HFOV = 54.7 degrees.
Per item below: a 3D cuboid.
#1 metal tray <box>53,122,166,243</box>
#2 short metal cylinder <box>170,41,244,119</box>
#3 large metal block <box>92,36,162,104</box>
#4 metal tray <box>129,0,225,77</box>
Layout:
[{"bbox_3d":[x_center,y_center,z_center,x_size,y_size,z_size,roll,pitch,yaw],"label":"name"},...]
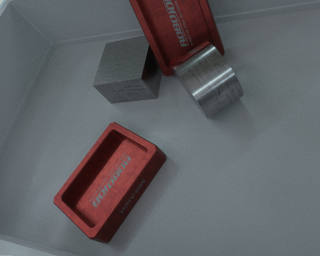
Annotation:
[{"bbox_3d":[-0.064,0.065,0.394,0.090,0.030,0.130,27,76,37],"label":"metal tray"},{"bbox_3d":[0.056,-0.057,0.375,0.050,0.080,0.080,-35,52,5],"label":"short metal cylinder"},{"bbox_3d":[-0.044,-0.087,0.464,0.080,0.050,0.080,-4,60,26],"label":"large metal block"},{"bbox_3d":[0.023,-0.143,0.413,0.090,0.130,0.030,-17,29,18],"label":"metal tray"}]
